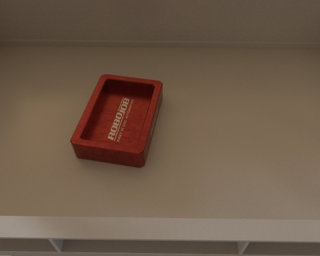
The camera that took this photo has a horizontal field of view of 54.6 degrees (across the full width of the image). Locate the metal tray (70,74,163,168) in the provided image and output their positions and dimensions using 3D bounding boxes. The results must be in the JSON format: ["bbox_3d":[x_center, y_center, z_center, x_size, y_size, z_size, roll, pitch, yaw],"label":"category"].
[{"bbox_3d":[-0.052,-0.015,0.413,0.090,0.030,0.130,8,50,7],"label":"metal tray"}]
